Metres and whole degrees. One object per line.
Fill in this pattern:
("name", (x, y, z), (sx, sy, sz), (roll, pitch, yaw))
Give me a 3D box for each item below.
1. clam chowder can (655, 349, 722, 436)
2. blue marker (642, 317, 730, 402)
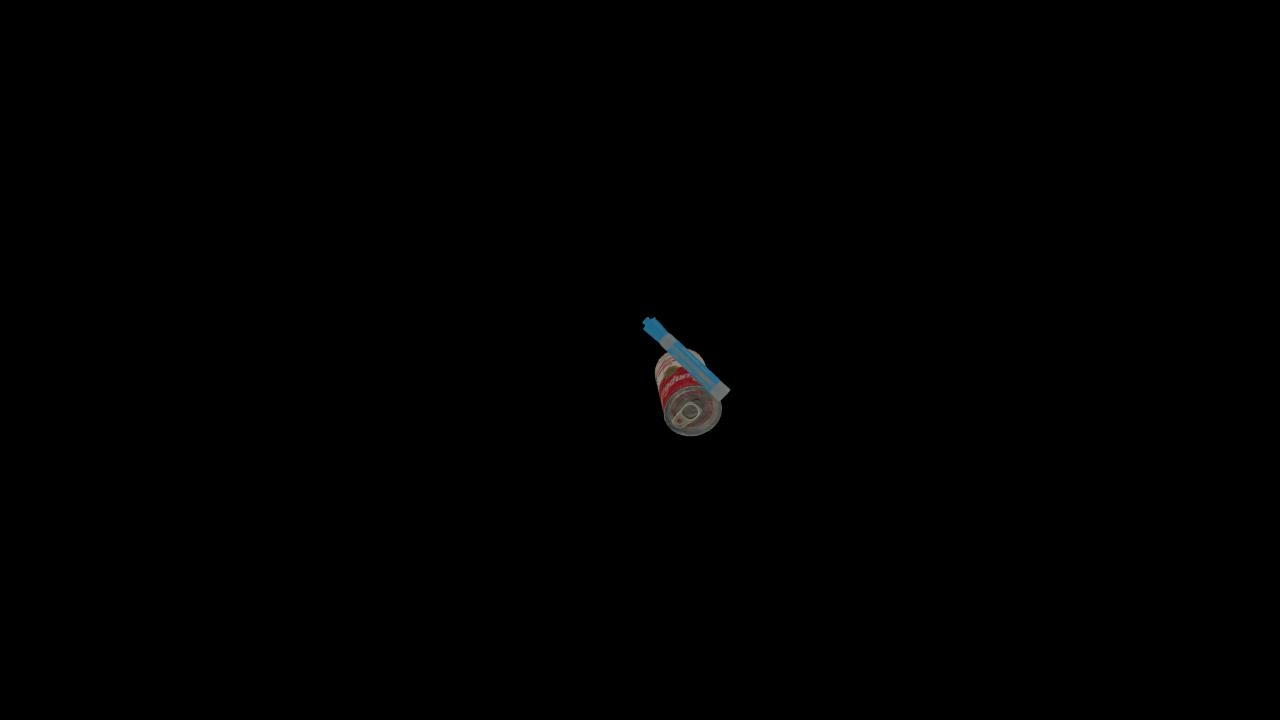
("clam chowder can", (0.056, 0.036, 0.742), (0.068, 0.068, 0.102), (0, 27, -6))
("blue marker", (0.049, -0.003, 0.672), (0.121, 0.020, 0.020), (44, 4, 5))
